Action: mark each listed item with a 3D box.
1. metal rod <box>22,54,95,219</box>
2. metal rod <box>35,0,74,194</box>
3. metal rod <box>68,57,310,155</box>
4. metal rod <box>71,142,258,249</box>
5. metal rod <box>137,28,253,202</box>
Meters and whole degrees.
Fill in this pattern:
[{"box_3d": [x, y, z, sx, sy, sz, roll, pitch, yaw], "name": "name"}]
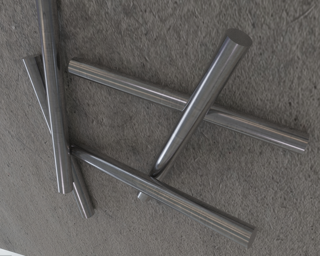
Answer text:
[{"box_3d": [-0.158, 0.029, 0.508, 0.025, 0.025, 0.298, 4, 120, 26], "name": "metal rod"}, {"box_3d": [-0.149, -0.031, 0.448, 0.025, 0.025, 0.298, 14, 119, 20], "name": "metal rod"}, {"box_3d": [0.021, -0.033, 0.375, 0.301, 0.025, 0.025, 20, 126, 16], "name": "metal rod"}, {"box_3d": [-0.017, 0.077, 0.418, 0.300, 0.025, 0.025, 20, 127, 33], "name": "metal rod"}, {"box_3d": [0.022, 0.013, 0.375, 0.025, 0.025, 0.298, 33, 137, 6], "name": "metal rod"}]
